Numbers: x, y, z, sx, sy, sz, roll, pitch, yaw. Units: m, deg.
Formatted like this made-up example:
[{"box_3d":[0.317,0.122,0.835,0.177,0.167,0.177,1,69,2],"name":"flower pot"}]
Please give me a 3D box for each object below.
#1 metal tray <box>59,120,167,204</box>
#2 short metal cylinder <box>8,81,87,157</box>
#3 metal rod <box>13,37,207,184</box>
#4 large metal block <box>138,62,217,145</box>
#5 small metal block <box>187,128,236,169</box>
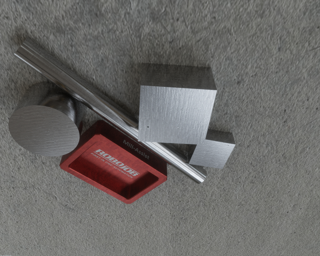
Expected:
[{"box_3d":[-0.064,0.054,0.451,0.130,0.030,0.090,36,121,-27],"name":"metal tray"},{"box_3d":[-0.135,-0.011,0.381,0.081,0.050,0.079,0,130,0],"name":"short metal cylinder"},{"box_3d":[-0.044,-0.007,0.401,0.025,0.025,0.301,-37,122,27],"name":"metal rod"},{"box_3d":[0.017,-0.028,0.369,0.081,0.050,0.079,3,130,-3],"name":"large metal block"},{"box_3d":[0.071,0.028,0.434,0.050,0.025,0.050,10,130,-9],"name":"small metal block"}]
